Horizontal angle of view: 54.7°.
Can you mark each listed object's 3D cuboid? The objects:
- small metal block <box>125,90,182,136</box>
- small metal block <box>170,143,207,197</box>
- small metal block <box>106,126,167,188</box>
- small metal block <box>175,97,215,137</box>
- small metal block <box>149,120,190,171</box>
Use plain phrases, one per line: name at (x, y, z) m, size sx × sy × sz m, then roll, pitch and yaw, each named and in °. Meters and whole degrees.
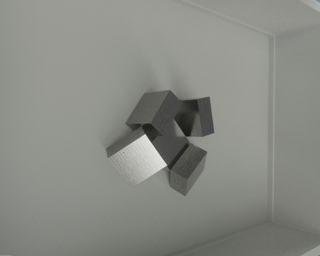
small metal block at (-0.008, -0.018, 0.383) m, size 0.025 × 0.050 × 0.050 m, roll 44°, pitch 63°, yaw -31°
small metal block at (0.039, 0.057, 0.422) m, size 0.050 × 0.025 × 0.050 m, roll -49°, pitch 156°, yaw -29°
small metal block at (-0.028, 0.035, 0.368) m, size 0.050 × 0.025 × 0.050 m, roll -33°, pitch 115°, yaw 0°
small metal block at (0.044, -0.015, 0.427) m, size 0.025 × 0.050 × 0.050 m, roll -15°, pitch 100°, yaw -40°
small metal block at (0.007, 0.021, 0.412) m, size 0.050 × 0.025 × 0.050 m, roll -50°, pitch 120°, yaw -29°
